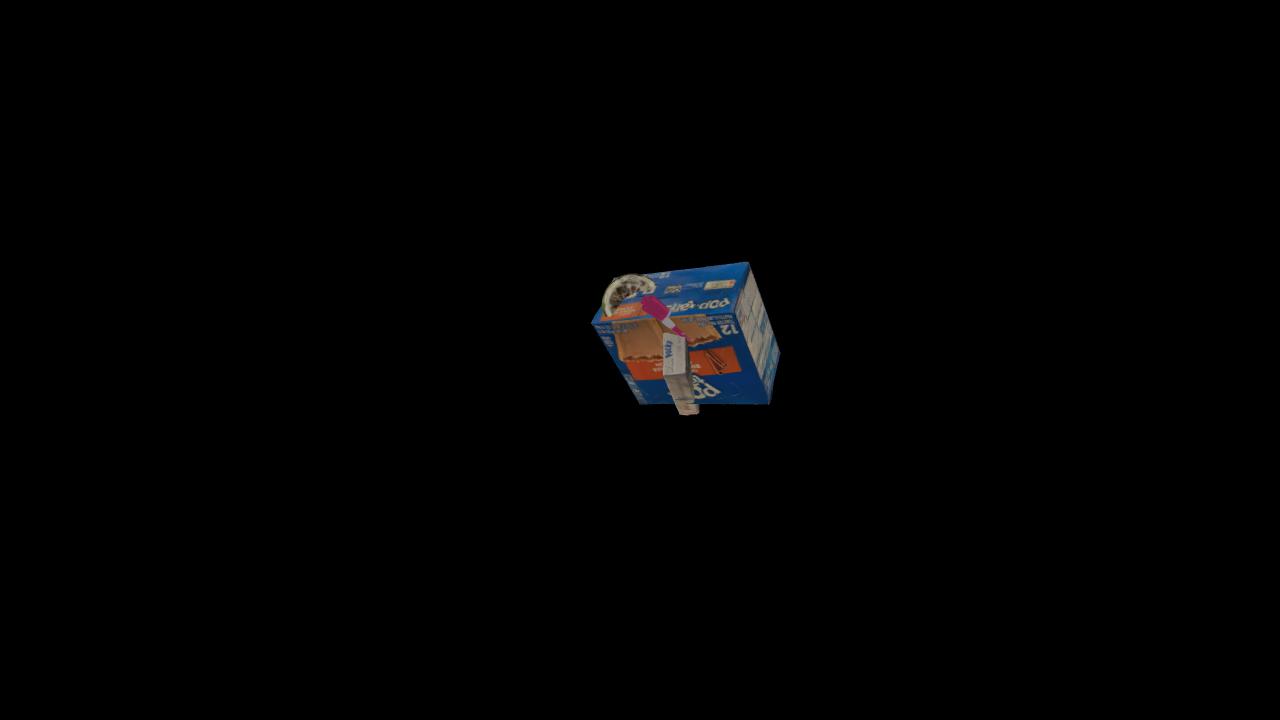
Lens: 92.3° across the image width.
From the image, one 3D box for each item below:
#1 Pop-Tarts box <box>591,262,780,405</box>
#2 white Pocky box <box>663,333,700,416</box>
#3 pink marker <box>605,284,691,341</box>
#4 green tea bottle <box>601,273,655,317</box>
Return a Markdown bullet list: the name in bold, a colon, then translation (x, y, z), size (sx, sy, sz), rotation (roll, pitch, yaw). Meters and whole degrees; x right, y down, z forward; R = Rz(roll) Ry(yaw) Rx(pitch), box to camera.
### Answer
- **Pop-Tarts box**: translation (0.055, -0.023, 0.690), size (0.167, 0.083, 0.141), rotation (-2, -44, 30)
- **white Pocky box**: translation (0.048, 0.003, 0.702), size (0.028, 0.084, 0.154), rotation (-3, -21, 9)
- **pink marker**: translation (0.050, -0.029, 0.636), size (0.121, 0.020, 0.020), rotation (35, -13, -19)
- **green tea bottle**: translation (-0.010, -0.045, 0.765), size (0.073, 0.073, 0.212), rotation (0, -11, -1)
